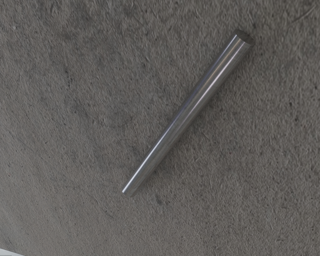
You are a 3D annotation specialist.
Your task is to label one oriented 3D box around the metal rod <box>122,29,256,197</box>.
[{"bbox_3d":[0.018,0.005,0.400,0.025,0.025,0.298,37,129,3],"label":"metal rod"}]
